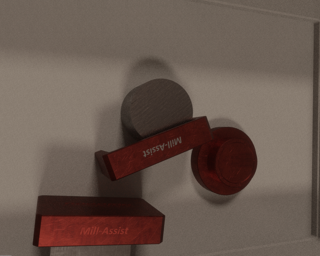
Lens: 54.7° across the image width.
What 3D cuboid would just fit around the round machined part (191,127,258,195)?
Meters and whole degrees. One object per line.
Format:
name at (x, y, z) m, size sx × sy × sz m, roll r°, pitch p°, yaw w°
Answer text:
round machined part at (0.097, 0.047, 0.439) m, size 0.099 × 0.042 × 0.097 m, roll 0°, pitch 90°, yaw -21°

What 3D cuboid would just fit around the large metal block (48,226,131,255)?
large metal block at (-0.084, 0.142, 0.351) m, size 0.081 × 0.080 × 0.050 m, roll 4°, pitch 89°, yaw -20°

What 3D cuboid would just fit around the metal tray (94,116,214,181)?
metal tray at (-0.011, 0.022, 0.387) m, size 0.131 × 0.090 × 0.030 m, roll -21°, pitch 95°, yaw -18°

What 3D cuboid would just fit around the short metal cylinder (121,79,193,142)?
short metal cylinder at (-0.005, -0.020, 0.396) m, size 0.081 × 0.050 × 0.079 m, roll 0°, pitch 89°, yaw -20°

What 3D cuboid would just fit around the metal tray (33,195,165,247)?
metal tray at (-0.071, 0.102, 0.350) m, size 0.131 × 0.090 × 0.030 m, roll 7°, pitch 88°, yaw -20°
